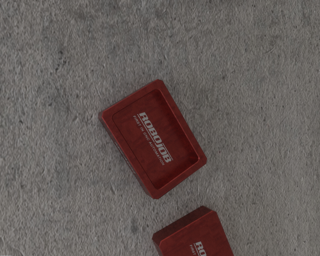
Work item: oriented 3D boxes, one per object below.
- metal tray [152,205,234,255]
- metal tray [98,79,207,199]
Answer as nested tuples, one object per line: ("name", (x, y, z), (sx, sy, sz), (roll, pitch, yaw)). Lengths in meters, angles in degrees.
("metal tray", (0.055, 0.186, 0.427), (0.091, 0.030, 0.129), (-25, 99, -18))
("metal tray", (-0.008, 0.014, 0.403), (0.090, 0.030, 0.130), (-34, 101, -17))
